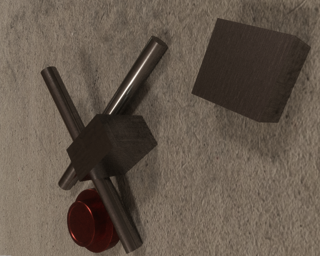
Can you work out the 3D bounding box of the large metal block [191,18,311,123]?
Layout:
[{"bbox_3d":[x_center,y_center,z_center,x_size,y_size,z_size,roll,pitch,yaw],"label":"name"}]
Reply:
[{"bbox_3d":[0.090,-0.057,0.314,0.080,0.050,0.079,29,108,36],"label":"large metal block"}]

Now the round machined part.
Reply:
[{"bbox_3d":[-0.107,0.144,0.479,0.098,0.042,0.097,0,90,39],"label":"round machined part"}]

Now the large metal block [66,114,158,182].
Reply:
[{"bbox_3d":[-0.065,0.026,0.420,0.080,0.081,0.050,-44,64,31],"label":"large metal block"}]

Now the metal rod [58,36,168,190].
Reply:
[{"bbox_3d":[-0.082,-0.007,0.470,0.298,0.025,0.025,-52,60,27],"label":"metal rod"}]

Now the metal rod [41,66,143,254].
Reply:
[{"bbox_3d":[-0.105,0.040,0.460,0.025,0.025,0.299,-35,78,34],"label":"metal rod"}]
